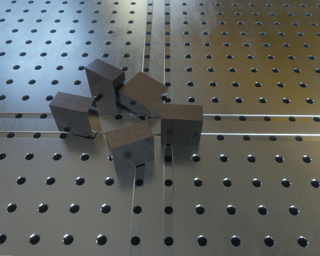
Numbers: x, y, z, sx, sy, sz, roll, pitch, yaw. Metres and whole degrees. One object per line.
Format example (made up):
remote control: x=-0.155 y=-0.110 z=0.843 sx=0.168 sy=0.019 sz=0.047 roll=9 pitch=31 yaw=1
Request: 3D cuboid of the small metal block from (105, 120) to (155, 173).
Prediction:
small metal block: x=-0.035 y=0.023 z=0.372 sx=0.050 sy=0.050 sz=0.025 roll=-17 pitch=53 yaw=-14

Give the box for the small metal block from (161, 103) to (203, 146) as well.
small metal block: x=0.027 y=-0.004 z=0.395 sx=0.050 sy=0.050 sz=0.025 roll=3 pitch=50 yaw=2

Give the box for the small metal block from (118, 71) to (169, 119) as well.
small metal block: x=-0.024 y=-0.048 z=0.443 sx=0.050 sy=0.025 sz=0.050 roll=32 pitch=56 yaw=14

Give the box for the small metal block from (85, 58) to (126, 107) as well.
small metal block: x=-0.076 y=-0.065 z=0.445 sx=0.050 sy=0.050 sz=0.025 roll=28 pitch=56 yaw=21

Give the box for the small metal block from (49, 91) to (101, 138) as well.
small metal block: x=-0.109 y=-0.017 z=0.404 sx=0.050 sy=0.050 sz=0.025 roll=11 pitch=51 yaw=9
